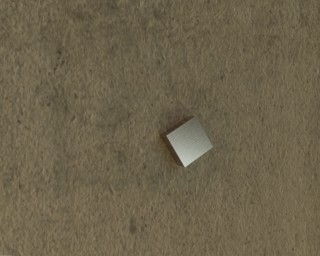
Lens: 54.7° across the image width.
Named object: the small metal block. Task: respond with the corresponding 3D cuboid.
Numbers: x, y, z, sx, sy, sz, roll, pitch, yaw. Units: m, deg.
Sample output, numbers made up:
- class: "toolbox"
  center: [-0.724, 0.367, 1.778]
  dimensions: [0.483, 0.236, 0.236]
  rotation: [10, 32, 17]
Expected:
- class: "small metal block"
  center: [0.036, 0.018, 0.424]
  dimensions: [0.050, 0.025, 0.050]
  rotation: [-34, 101, -17]
